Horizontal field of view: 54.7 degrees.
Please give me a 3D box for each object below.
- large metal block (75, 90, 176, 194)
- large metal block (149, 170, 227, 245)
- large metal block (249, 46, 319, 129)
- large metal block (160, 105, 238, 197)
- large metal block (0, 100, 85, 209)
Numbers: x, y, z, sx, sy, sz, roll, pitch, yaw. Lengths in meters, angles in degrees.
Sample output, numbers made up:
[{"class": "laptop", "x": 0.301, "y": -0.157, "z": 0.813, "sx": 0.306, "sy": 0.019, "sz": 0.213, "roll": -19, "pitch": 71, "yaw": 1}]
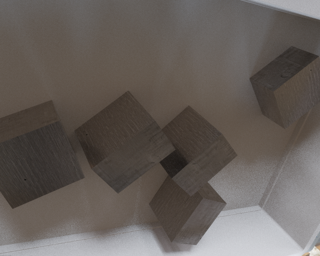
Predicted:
[{"class": "large metal block", "x": -0.042, "y": 0.013, "z": 0.358, "sx": 0.080, "sy": 0.080, "sz": 0.050, "roll": -37, "pitch": 129, "yaw": -3}, {"class": "large metal block", "x": 0.039, "y": 0.114, "z": 0.464, "sx": 0.050, "sy": 0.080, "sz": 0.080, "roll": 22, "pitch": 107, "yaw": -36}, {"class": "large metal block", "x": 0.191, "y": -0.059, "z": 0.459, "sx": 0.080, "sy": 0.050, "sz": 0.080, "roll": -38, "pitch": 129, "yaw": -3}, {"class": "large metal block", "x": 0.040, "y": 0.028, "z": 0.412, "sx": 0.080, "sy": 0.080, "sz": 0.050, "roll": -42, "pitch": 129, "yaw": 0}, {"class": "large metal block", "x": -0.138, "y": 0.027, "z": 0.334, "sx": 0.081, "sy": 0.050, "sz": 0.080, "roll": -23, "pitch": 127, "yaw": -15}]
